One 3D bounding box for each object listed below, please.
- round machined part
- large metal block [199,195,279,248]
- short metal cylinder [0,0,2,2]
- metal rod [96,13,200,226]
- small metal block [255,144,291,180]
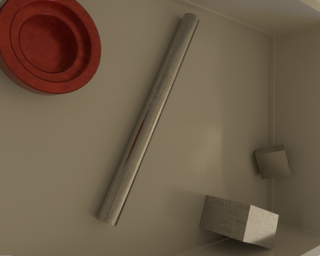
[{"bbox_3d":[-0.111,-0.080,0.303,0.099,0.042,0.097,0,90,-40],"label":"round machined part"},{"bbox_3d":[0.121,0.143,0.476,0.080,0.080,0.050,26,74,-37],"label":"large metal block"},{"bbox_3d":[-0.171,-0.124,0.247,0.081,0.050,0.079,0,90,-40],"label":"short metal cylinder"},{"bbox_3d":[-0.008,-0.024,0.401,0.025,0.025,0.299,35,69,-35],"label":"metal rod"},{"bbox_3d":[0.204,0.062,0.562,0.025,0.050,0.050,-55,129,-65],"label":"small metal block"}]
